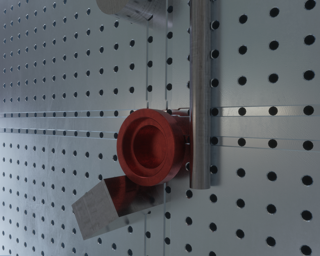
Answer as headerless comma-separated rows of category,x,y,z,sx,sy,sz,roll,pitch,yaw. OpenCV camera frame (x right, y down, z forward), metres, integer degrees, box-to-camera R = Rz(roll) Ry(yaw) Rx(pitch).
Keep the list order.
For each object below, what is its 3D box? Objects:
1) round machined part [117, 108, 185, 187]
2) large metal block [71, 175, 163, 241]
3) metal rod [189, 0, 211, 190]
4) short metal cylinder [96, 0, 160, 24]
round machined part,-0.007,0.025,0.403,0.098,0.042,0.097,-1,88,38
large metal block,-0.058,0.104,0.422,0.080,0.081,0.050,-40,66,33
metal rod,0.048,-0.078,0.369,0.025,0.025,0.298,0,90,40
short metal cylinder,-0.044,-0.191,0.429,0.080,0.050,0.079,0,90,39
